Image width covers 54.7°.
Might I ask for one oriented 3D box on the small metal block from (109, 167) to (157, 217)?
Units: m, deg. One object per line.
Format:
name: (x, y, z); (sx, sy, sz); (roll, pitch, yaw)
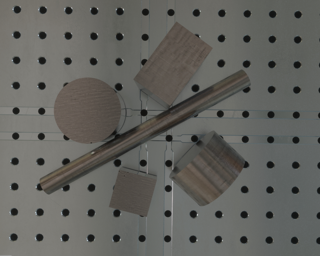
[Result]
small metal block: (-0.035, 0.084, 0.410); (0.050, 0.025, 0.050); (15, 90, 0)

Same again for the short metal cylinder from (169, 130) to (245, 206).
short metal cylinder: (0.057, 0.049, 0.383); (0.050, 0.080, 0.080); (44, 90, -1)

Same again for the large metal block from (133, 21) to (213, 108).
large metal block: (0.015, -0.072, 0.383); (0.050, 0.080, 0.080); (36, 90, 0)

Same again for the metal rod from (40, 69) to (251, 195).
metal rod: (-0.019, 0.005, 0.410); (0.301, 0.025, 0.025); (-28, 90, 0)

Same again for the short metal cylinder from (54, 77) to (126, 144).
short metal cylinder: (-0.087, -0.021, 0.396); (0.081, 0.050, 0.079); (0, 90, 0)
